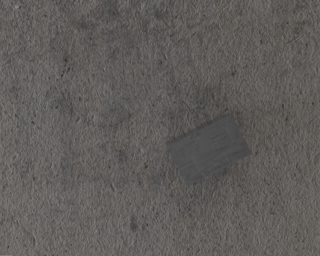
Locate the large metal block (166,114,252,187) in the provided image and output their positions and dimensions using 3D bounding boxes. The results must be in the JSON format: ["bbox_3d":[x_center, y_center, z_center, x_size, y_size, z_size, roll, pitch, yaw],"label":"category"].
[{"bbox_3d":[0.055,0.024,0.383,0.080,0.080,0.050,-27,90,0],"label":"large metal block"}]
